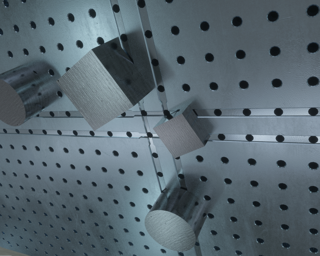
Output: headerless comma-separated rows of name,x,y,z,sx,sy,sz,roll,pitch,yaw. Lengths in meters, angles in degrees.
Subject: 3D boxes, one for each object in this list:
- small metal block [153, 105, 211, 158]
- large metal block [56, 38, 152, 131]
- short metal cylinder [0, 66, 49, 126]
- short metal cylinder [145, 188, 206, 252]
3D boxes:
small metal block,0.028,0.006,0.400,0.050,0.025,0.050,-27,104,37
large metal block,-0.072,-0.054,0.399,0.080,0.050,0.080,-28,103,37
short metal cylinder,-0.222,-0.049,0.482,0.080,0.050,0.079,13,124,21
short metal cylinder,0.024,0.138,0.468,0.080,0.050,0.079,13,124,21
